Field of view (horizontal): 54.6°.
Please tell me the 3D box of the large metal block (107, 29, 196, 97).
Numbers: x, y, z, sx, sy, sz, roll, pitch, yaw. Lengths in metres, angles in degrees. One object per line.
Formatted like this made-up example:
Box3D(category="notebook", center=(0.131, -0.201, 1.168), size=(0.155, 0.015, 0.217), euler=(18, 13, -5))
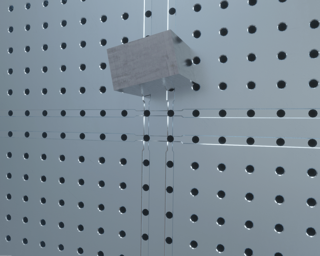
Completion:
Box3D(category="large metal block", center=(-0.007, -0.076, 0.386), size=(0.080, 0.080, 0.050), euler=(-12, 86, 20))
